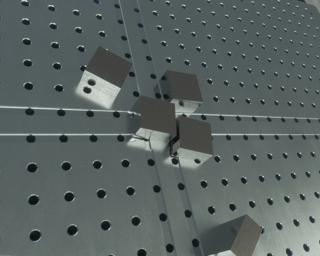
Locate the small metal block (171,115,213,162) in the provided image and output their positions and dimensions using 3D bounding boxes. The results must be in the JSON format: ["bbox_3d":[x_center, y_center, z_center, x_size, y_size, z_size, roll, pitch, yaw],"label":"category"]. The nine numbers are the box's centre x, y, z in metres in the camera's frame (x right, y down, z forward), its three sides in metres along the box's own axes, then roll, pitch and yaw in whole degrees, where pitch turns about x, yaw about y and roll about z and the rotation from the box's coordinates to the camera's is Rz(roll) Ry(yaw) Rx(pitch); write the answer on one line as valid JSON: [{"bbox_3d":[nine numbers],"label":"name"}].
[{"bbox_3d":[0.043,0.015,0.424,0.050,0.025,0.050,14,56,-21],"label":"small metal block"}]

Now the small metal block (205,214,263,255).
[{"bbox_3d":[0.085,0.133,0.359,0.025,0.050,0.050,43,51,0],"label":"small metal block"}]

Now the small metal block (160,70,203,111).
[{"bbox_3d":[0.032,-0.055,0.461,0.050,0.025,0.050,4,60,-27],"label":"small metal block"}]

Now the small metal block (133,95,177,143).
[{"bbox_3d":[-0.007,-0.011,0.413,0.050,0.025,0.050,12,57,-22],"label":"small metal block"}]

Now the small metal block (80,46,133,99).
[{"bbox_3d":[-0.071,-0.075,0.417,0.050,0.025,0.050,27,52,-12],"label":"small metal block"}]
